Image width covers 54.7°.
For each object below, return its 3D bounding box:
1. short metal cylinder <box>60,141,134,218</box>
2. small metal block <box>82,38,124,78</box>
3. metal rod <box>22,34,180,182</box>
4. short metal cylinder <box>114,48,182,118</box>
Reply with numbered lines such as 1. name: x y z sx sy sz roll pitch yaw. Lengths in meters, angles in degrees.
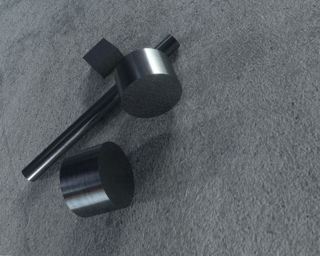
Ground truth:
1. short metal cylinder: -0.072 0.061 0.369 0.050 0.080 0.080 -18 55 18
2. small metal block: -0.096 -0.120 0.528 0.050 0.025 0.050 -45 51 -3
3. metal rod: -0.087 -0.031 0.468 0.300 0.025 0.025 -43 51 -2
4. short metal cylinder: -0.017 -0.058 0.413 0.080 0.080 0.050 -27 52 11
